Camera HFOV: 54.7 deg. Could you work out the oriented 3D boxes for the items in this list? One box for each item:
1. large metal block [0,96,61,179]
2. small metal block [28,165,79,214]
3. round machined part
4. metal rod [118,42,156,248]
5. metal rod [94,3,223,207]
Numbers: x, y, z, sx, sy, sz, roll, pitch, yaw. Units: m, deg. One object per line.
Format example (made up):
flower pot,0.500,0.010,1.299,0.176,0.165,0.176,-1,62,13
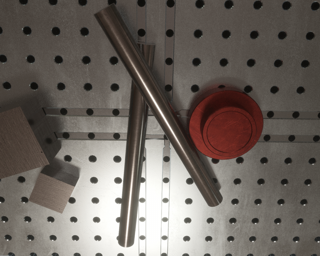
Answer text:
large metal block,-0.189,0.013,0.402,0.080,0.050,0.080,-17,110,6
small metal block,-0.152,0.088,0.444,0.050,0.025,0.050,25,108,-10
round machined part,0.087,-0.001,0.405,0.099,0.042,0.097,0,110,-1
metal rod,-0.035,0.036,0.426,0.025,0.025,0.298,6,110,-3
metal rod,0.011,-0.010,0.390,0.025,0.025,0.299,-27,116,9
